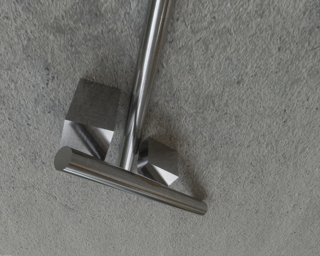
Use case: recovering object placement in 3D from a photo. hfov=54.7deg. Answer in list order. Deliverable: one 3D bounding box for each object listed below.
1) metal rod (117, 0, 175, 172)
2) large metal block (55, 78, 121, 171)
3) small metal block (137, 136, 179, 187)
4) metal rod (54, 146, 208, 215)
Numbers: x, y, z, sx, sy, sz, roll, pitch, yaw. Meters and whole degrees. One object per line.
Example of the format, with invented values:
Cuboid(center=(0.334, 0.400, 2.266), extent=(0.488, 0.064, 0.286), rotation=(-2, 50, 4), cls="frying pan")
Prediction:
Cuboid(center=(-0.024, -0.036, 0.375), extent=(0.025, 0.025, 0.298), rotation=(9, 130, -8), cls="metal rod")
Cuboid(center=(-0.085, 0.001, 0.370), extent=(0.050, 0.080, 0.079), rotation=(14, 129, -12), cls="large metal block")
Cuboid(center=(-0.003, 0.046, 0.430), extent=(0.050, 0.050, 0.025), rotation=(28, 124, -22), cls="small metal block")
Cuboid(center=(-0.012, 0.083, 0.413), extent=(0.025, 0.025, 0.301), rotation=(-29, 145, 22), cls="metal rod")
